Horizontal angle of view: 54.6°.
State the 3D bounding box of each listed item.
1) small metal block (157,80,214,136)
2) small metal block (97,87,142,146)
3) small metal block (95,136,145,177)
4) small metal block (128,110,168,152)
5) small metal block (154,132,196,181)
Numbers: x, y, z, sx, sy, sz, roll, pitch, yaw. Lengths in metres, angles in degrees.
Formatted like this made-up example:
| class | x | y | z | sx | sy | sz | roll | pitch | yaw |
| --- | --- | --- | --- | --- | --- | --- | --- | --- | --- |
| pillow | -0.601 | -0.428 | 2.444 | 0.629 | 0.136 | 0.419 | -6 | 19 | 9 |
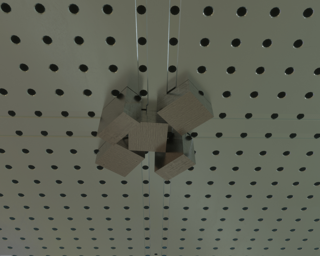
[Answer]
| class | x | y | z | sx | sy | sz | roll | pitch | yaw |
| --- | --- | --- | --- | --- | --- | --- | --- | --- | --- |
| small metal block | 0.032 | -0.024 | 0.391 | 0.050 | 0.025 | 0.050 | -32 | 123 | 25 |
| small metal block | -0.049 | -0.014 | 0.382 | 0.025 | 0.050 | 0.050 | 36 | 122 | -27 |
| small metal block | -0.056 | 0.038 | 0.443 | 0.050 | 0.025 | 0.050 | 30 | 123 | -24 |
| small metal block | -0.016 | 0.004 | 0.414 | 0.050 | 0.025 | 0.050 | 3 | 129 | -2 |
| small metal block | 0.020 | 0.037 | 0.426 | 0.050 | 0.050 | 0.025 | -35 | 122 | 25 |
